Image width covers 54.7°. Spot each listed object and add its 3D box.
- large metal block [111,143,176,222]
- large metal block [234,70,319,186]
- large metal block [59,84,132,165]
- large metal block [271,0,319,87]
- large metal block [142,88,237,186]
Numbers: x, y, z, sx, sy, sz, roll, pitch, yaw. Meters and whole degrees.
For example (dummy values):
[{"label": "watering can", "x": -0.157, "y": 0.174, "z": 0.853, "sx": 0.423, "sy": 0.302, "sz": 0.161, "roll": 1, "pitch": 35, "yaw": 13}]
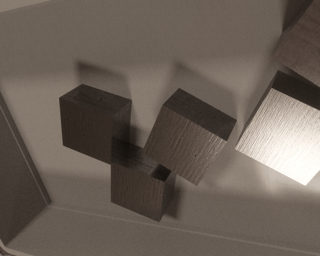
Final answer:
[{"label": "large metal block", "x": -0.024, "y": 0.079, "z": 0.452, "sx": 0.080, "sy": 0.050, "sz": 0.079, "roll": 18, "pitch": 125, "yaw": 17}, {"label": "large metal block", "x": 0.136, "y": -0.001, "z": 0.320, "sx": 0.080, "sy": 0.050, "sz": 0.079, "roll": 28, "pitch": 128, "yaw": 10}, {"label": "large metal block", "x": -0.089, "y": -0.006, "z": 0.434, "sx": 0.080, "sy": 0.050, "sz": 0.079, "roll": 19, "pitch": 126, "yaw": 16}, {"label": "large metal block", "x": 0.146, "y": -0.069, "z": 0.253, "sx": 0.080, "sy": 0.080, "sz": 0.050, "roll": 34, "pitch": 129, "yaw": 5}, {"label": "large metal block", "x": 0.035, "y": 0.011, "z": 0.380, "sx": 0.080, "sy": 0.050, "sz": 0.079, "roll": 31, "pitch": 128, "yaw": 8}]
